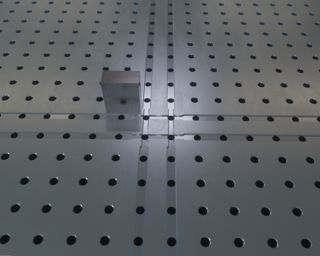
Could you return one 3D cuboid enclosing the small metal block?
[{"bbox_3d":[-0.053,-0.053,0.436,0.050,0.050,0.025,1,50,1],"label":"small metal block"}]
